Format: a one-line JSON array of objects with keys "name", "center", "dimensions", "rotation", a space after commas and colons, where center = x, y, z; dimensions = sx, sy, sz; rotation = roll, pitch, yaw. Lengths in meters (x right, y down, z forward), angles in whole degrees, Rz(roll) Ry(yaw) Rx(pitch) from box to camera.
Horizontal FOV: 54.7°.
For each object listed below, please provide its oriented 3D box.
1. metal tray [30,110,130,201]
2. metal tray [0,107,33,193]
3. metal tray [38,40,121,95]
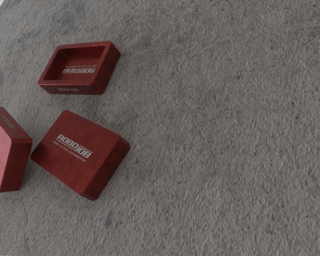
[{"name": "metal tray", "center": [-0.116, 0.034, 0.441], "dimensions": [0.130, 0.030, 0.090], "rotation": [23, 74, 36]}, {"name": "metal tray", "center": [-0.251, 0.030, 0.487], "dimensions": [0.130, 0.030, 0.089], "rotation": [33, 109, 38]}, {"name": "metal tray", "center": [-0.141, -0.104, 0.538], "dimensions": [0.130, 0.030, 0.090], "rotation": [5, 64, 30]}]
